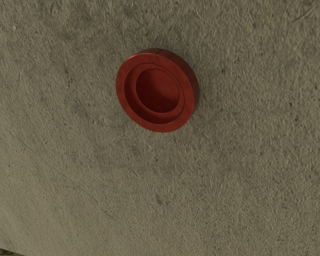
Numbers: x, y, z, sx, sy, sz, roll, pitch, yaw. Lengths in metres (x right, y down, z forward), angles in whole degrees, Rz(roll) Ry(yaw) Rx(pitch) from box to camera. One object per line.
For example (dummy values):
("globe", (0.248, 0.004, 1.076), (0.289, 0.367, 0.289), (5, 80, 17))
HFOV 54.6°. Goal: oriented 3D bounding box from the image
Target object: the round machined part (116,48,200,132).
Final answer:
("round machined part", (0.001, -0.047, 0.367), (0.098, 0.042, 0.097), (13, 124, 21))
